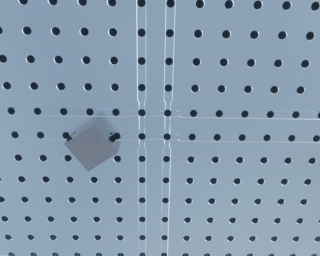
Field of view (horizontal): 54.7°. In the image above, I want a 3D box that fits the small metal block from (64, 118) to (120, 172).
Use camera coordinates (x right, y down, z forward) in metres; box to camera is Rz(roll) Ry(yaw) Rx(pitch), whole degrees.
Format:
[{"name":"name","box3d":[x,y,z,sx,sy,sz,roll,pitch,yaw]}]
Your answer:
[{"name":"small metal block","box3d":[-0.091,0.023,0.421,0.050,0.025,0.050,-33,107,11]}]
